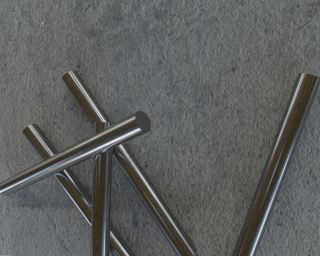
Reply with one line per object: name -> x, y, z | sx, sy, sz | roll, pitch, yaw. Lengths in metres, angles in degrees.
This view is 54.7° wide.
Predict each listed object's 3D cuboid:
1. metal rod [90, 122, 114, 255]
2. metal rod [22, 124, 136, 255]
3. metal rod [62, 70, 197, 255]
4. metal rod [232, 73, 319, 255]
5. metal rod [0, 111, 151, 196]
metal rod -> -0.078, 0.141, 0.408 | 0.025, 0.025, 0.298 | 2, 91, 20
metal rod -> -0.105, 0.112, 0.446 | 0.025, 0.025, 0.300 | -44, 76, 15
metal rod -> -0.048, 0.043, 0.425 | 0.025, 0.025, 0.299 | -39, 78, 16
metal rod -> 0.123, 0.083, 0.365 | 0.025, 0.025, 0.298 | 20, 97, 19
metal rod -> -0.133, 0.045, 0.416 | 0.299, 0.025, 0.025 | -24, 82, 33
